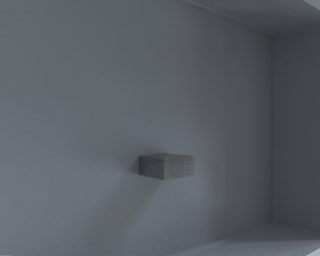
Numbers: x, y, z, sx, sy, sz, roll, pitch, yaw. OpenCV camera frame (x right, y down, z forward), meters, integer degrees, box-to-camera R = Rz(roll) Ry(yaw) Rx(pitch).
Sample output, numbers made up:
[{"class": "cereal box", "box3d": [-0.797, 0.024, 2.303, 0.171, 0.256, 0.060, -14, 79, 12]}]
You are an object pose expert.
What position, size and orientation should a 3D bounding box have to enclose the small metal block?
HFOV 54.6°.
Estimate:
[{"class": "small metal block", "box3d": [0.008, 0.048, 0.396, 0.050, 0.050, 0.025, -1, 91, -40]}]
